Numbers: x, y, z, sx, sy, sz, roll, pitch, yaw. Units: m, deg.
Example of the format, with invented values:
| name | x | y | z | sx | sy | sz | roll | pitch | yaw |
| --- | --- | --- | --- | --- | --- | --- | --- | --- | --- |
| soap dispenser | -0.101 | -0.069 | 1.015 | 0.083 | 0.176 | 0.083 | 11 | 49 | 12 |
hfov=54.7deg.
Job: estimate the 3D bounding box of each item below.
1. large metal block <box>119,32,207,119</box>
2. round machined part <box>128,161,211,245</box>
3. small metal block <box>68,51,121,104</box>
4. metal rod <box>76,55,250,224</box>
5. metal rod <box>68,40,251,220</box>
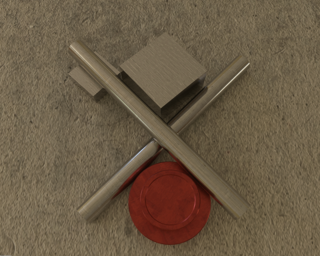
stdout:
| name | x | y | z | sx | sy | sz | roll | pitch | yaw |
| --- | --- | --- | --- | --- | --- | --- | --- | --- | --- |
| large metal block | 0.004 | -0.069 | 0.422 | 0.080 | 0.050 | 0.080 | -40 | 75 | -14 |
| round machined part | 0.012 | 0.087 | 0.368 | 0.099 | 0.042 | 0.098 | 0 | 70 | -1 |
| small metal block | -0.090 | -0.071 | 0.435 | 0.050 | 0.025 | 0.050 | 41 | 75 | 13 |
| metal rod | 0.014 | 0.005 | 0.409 | 0.025 | 0.025 | 0.301 | 43 | 75 | 13 |
| metal rod | -0.011 | -0.007 | 0.385 | 0.025 | 0.025 | 0.300 | -42 | 76 | -14 |
